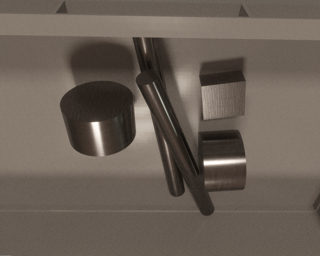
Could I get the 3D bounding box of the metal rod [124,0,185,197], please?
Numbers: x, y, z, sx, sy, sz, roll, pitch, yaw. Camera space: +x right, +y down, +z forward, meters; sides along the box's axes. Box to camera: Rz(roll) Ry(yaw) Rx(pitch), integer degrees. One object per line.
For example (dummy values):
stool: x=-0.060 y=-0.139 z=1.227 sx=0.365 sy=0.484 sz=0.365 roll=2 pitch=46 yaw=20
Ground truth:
metal rod: x=0.002 y=-0.012 z=0.398 sx=0.025 sy=0.025 sz=0.298 roll=-8 pitch=130 yaw=6

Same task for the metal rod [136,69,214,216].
metal rod: x=0.034 y=0.043 z=0.424 sx=0.025 sy=0.025 sz=0.299 roll=-15 pitch=136 yaw=12

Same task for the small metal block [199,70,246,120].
small metal block: x=0.076 y=-0.040 z=0.377 sx=0.050 sy=0.025 sz=0.050 roll=-7 pitch=130 yaw=5

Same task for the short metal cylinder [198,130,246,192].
short metal cylinder: x=0.080 y=0.043 z=0.411 sx=0.050 sy=0.080 sz=0.079 roll=-4 pitch=130 yaw=3

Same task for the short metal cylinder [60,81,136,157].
short metal cylinder: x=-0.070 y=-0.013 z=0.361 sx=0.081 sy=0.080 sz=0.050 roll=-1 pitch=130 yaw=0
